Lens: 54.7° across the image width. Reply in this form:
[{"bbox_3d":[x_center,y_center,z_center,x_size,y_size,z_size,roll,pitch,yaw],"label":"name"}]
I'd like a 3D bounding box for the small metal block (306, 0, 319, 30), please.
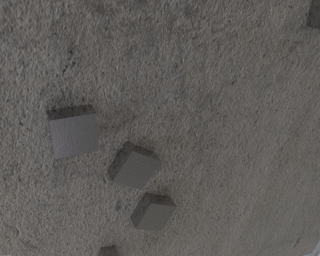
[{"bbox_3d":[0.238,-0.168,0.433,0.050,0.025,0.050,-14,124,-21],"label":"small metal block"}]

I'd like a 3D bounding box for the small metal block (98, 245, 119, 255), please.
[{"bbox_3d":[-0.079,0.223,0.485,0.025,0.050,0.050,2,118,-30],"label":"small metal block"}]

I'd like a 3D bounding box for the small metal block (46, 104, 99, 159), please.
[{"bbox_3d":[-0.099,0.003,0.355,0.050,0.025,0.050,-11,123,-23],"label":"small metal block"}]

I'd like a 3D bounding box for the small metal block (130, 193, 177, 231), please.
[{"bbox_3d":[-0.010,0.131,0.482,0.050,0.025,0.050,18,109,-35],"label":"small metal block"}]

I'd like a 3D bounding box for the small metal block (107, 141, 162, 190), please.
[{"bbox_3d":[-0.035,0.052,0.420,0.050,0.025,0.050,25,105,-37],"label":"small metal block"}]
